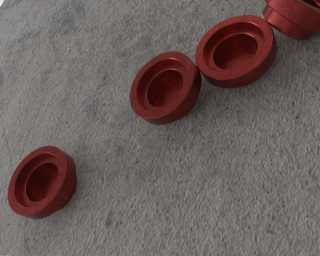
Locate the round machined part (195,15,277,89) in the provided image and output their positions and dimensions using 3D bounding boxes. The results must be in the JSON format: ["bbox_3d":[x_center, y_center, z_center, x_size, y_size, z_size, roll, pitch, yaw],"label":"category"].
[{"bbox_3d":[0.098,-0.091,0.394,0.098,0.042,0.098,-15,57,24],"label":"round machined part"}]

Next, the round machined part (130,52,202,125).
[{"bbox_3d":[0.011,-0.048,0.410,0.098,0.042,0.098,-17,58,29],"label":"round machined part"}]

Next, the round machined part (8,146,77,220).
[{"bbox_3d":[-0.156,0.077,0.428,0.098,0.042,0.098,-13,56,21],"label":"round machined part"}]

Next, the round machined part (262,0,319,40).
[{"bbox_3d":[0.165,-0.143,0.373,0.099,0.042,0.098,13,46,-13],"label":"round machined part"}]
